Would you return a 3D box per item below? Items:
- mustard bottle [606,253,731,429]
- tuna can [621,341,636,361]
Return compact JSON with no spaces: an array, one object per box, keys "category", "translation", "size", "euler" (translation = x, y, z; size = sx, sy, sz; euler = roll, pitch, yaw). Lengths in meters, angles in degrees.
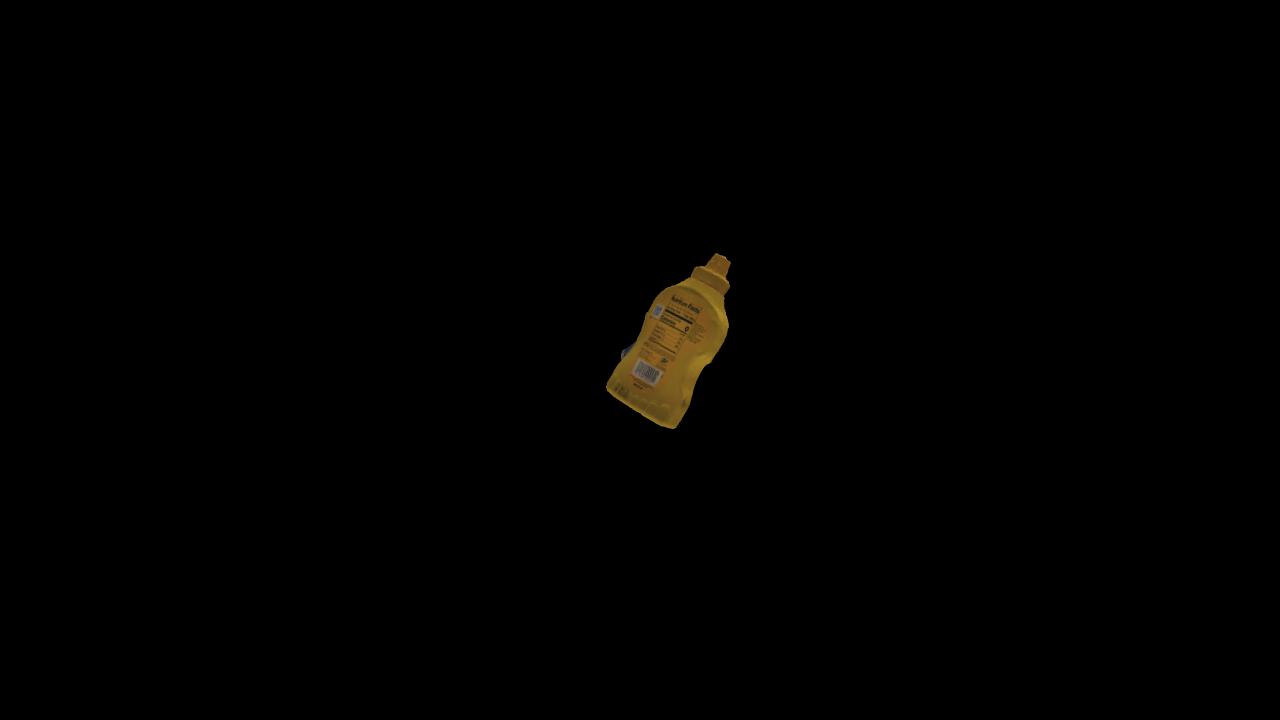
[{"category":"mustard bottle","translation":[0.043,-0.027,0.642],"size":[0.092,0.184,0.054],"euler":[31,3,37]},{"category":"tuna can","translation":[0.020,0.012,0.675],"size":[0.034,0.084,0.084],"euler":[-39,-15,19]}]
